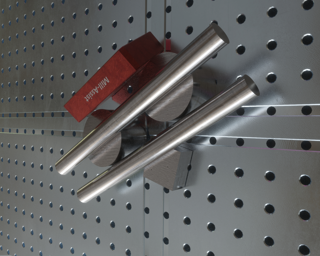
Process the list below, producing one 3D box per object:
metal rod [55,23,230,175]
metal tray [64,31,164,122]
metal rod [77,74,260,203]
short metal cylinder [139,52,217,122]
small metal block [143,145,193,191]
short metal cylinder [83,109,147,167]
[{"bbox_3d":[-0.043,-0.016,0.376,0.299,0.025,0.025,-36,68,33],"label":"metal rod"},{"bbox_3d":[-0.061,-0.067,0.413,0.130,0.090,0.030,-35,100,34],"label":"metal tray"},{"bbox_3d":[-0.012,0.030,0.384,0.299,0.025,0.025,-35,69,34],"label":"metal rod"},{"bbox_3d":[0.021,-0.047,0.375,0.080,0.050,0.079,0,90,39],"label":"short metal cylinder"},{"bbox_3d":[0.009,0.046,0.399,0.050,0.025,0.050,19,102,38],"label":"small metal block"},{"bbox_3d":[-0.065,0.014,0.444,0.080,0.050,0.079,0,90,39],"label":"short metal cylinder"}]
